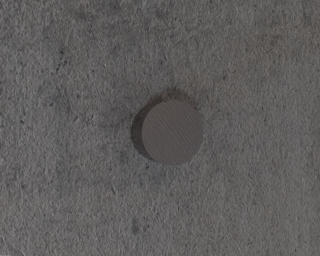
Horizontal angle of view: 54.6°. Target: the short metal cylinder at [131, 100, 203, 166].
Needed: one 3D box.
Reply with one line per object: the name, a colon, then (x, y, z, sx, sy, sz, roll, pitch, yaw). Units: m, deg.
short metal cylinder: (0.008, 0.006, 0.398, 0.081, 0.050, 0.080, 0, 90, -20)
